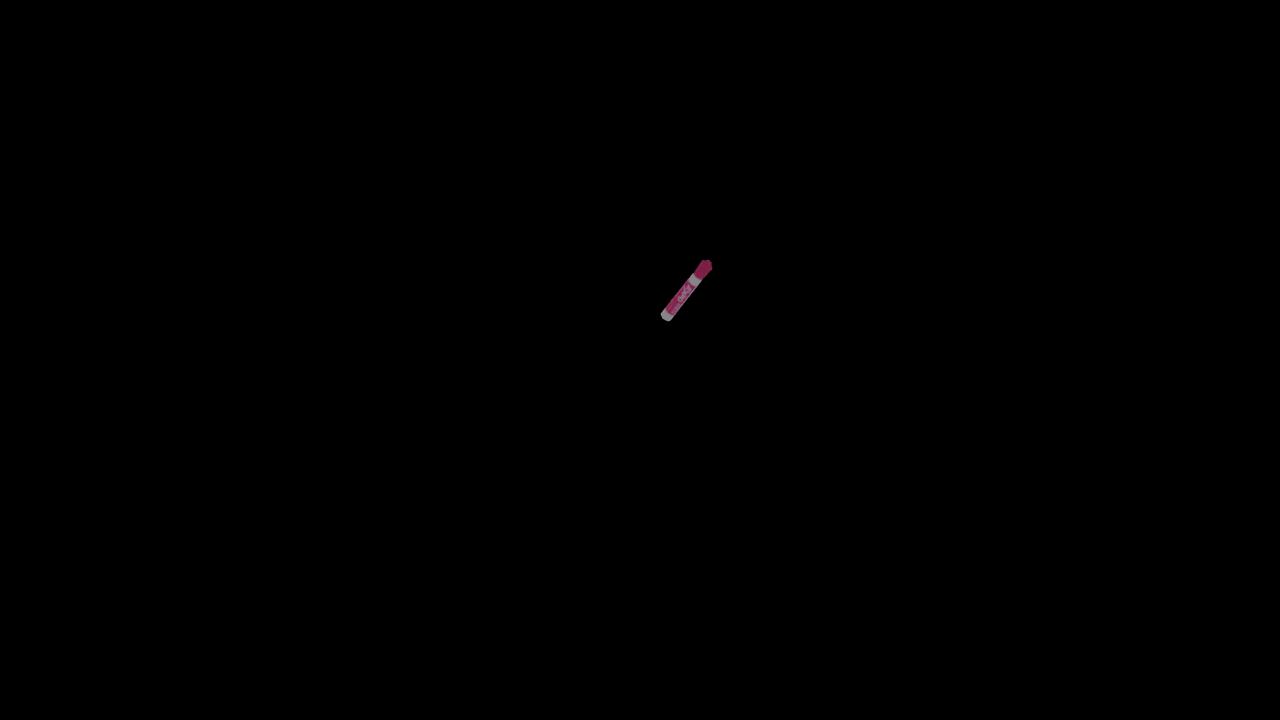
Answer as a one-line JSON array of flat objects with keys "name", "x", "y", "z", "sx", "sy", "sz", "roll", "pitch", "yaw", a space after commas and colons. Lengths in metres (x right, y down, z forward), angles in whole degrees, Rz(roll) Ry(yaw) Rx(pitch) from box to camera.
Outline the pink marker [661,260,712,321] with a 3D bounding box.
[{"name": "pink marker", "x": 0.068, "y": -0.101, "z": 0.896, "sx": 0.020, "sy": 0.020, "sz": 0.121, "roll": 0, "pitch": -36, "yaw": -36}]
